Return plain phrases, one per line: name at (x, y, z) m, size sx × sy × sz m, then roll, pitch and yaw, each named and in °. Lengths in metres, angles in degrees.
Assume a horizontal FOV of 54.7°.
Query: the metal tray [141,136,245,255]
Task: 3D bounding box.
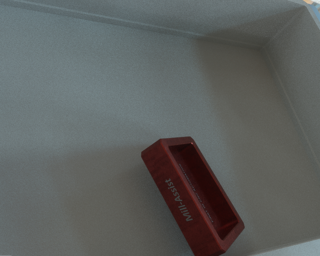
metal tray at (0.040, 0.073, 0.355) m, size 0.130 × 0.030 × 0.090 m, roll 60°, pitch 24°, yaw 15°
